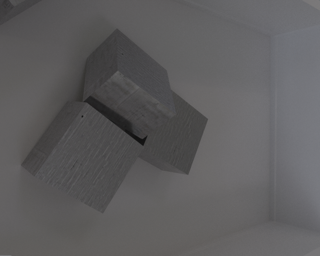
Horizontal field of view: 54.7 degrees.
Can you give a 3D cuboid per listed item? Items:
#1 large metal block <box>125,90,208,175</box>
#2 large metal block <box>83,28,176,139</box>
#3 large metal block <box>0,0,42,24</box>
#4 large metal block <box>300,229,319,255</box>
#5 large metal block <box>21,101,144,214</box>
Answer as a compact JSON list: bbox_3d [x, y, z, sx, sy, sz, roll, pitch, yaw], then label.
[{"bbox_3d":[0.006,0.005,0.395,0.080,0.050,0.080,34,69,-35],"label":"large metal block"},{"bbox_3d":[-0.033,-0.047,0.337,0.080,0.050,0.080,34,31,-35],"label":"large metal block"},{"bbox_3d":[-0.123,-0.135,0.267,0.080,0.080,0.050,-49,119,-29],"label":"large metal block"},{"bbox_3d":[0.359,0.284,0.694,0.081,0.050,0.079,-7,94,-40],"label":"large metal block"},{"bbox_3d":[-0.078,0.028,0.319,0.080,0.050,0.080,41,72,-33],"label":"large metal block"}]
